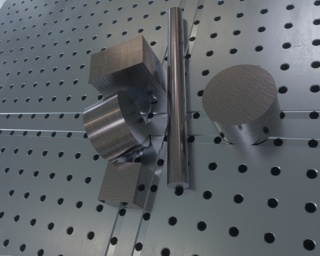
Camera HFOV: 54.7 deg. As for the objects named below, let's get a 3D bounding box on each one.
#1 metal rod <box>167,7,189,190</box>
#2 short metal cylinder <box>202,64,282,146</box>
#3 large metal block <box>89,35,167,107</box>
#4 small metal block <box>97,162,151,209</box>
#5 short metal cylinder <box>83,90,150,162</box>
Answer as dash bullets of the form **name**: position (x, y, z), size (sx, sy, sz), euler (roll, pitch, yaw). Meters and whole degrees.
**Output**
- **metal rod**: position (0.023, -0.061, 0.433), size (0.025, 0.025, 0.299), euler (-13, 56, 21)
- **short metal cylinder**: position (0.095, -0.026, 0.358), size (0.080, 0.050, 0.080), euler (-13, 56, 21)
- **large metal block**: position (-0.042, -0.074, 0.440), size (0.080, 0.080, 0.050), euler (-16, 55, 19)
- **small metal block**: position (-0.044, 0.071, 0.388), size (0.050, 0.025, 0.050), euler (-2, 61, 27)
- **short metal cylinder**: position (-0.055, -0.002, 0.403), size (0.050, 0.080, 0.080), euler (-25, 53, 13)
